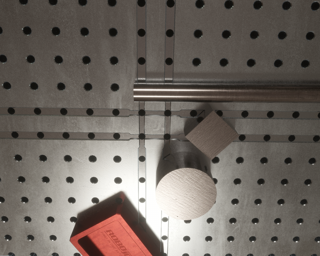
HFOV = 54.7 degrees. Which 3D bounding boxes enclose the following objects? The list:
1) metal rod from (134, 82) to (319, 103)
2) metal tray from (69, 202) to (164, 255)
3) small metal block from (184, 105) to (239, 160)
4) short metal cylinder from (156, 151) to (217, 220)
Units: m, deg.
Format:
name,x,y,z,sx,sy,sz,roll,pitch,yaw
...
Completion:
name,x,y,z,sx,sy,sz,roll,pitch,yaw
metal rod,0.118,-0.045,0.398,0.302,0.025,0.025,0,110,-1
metal tray,-0.063,0.187,0.478,0.090,0.030,0.130,-30,108,10
small metal block,0.068,0.006,0.417,0.050,0.025,0.050,42,104,-14
short metal cylinder,0.034,0.079,0.430,0.081,0.050,0.079,0,110,-1
